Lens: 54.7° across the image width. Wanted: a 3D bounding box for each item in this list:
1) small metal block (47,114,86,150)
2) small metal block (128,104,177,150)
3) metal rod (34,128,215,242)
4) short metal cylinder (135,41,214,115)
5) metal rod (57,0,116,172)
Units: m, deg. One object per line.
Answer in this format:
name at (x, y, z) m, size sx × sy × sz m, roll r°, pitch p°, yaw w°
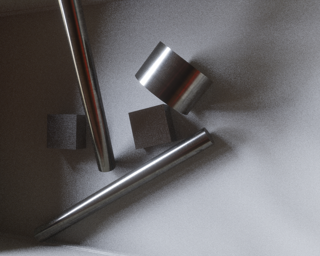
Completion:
small metal block at (-0.138, 0.005, 0.458) m, size 0.050 × 0.025 × 0.050 m, roll 1°, pitch 90°, yaw 19°
small metal block at (-0.010, -0.001, 0.413) m, size 0.050 × 0.025 × 0.050 m, roll -13°, pitch 86°, yaw 19°
metal rod at (-0.060, 0.086, 0.430) m, size 0.300 × 0.025 × 0.025 m, roll -32°, pitch 80°, yaw 16°
short metal cylinder at (0.017, -0.060, 0.375) m, size 0.080 × 0.080 × 0.050 m, roll 41°, pitch 103°, yaw 15°
metal rod at (-0.092, -0.077, 0.372) m, size 0.025 × 0.025 × 0.298 m, roll 3°, pitch 118°, yaw 19°
